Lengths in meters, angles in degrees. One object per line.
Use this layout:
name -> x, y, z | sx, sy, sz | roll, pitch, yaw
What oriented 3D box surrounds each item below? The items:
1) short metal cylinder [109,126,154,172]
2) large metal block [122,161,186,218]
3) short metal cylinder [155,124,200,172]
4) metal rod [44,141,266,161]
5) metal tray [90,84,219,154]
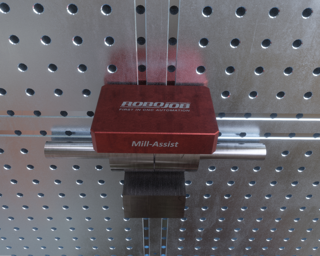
short metal cylinder -> -0.033, 0.014, 0.384 | 0.050, 0.080, 0.079 | 0, 130, -1
large metal block -> -0.008, 0.078, 0.437 | 0.081, 0.080, 0.050 | 1, 130, -1
short metal cylinder -> 0.020, 0.014, 0.384 | 0.050, 0.080, 0.079 | 1, 130, -1
metal rod -> -0.006, 0.032, 0.434 | 0.302, 0.025, 0.025 | 1, 130, -1
metal tray -> -0.005, -0.012, 0.353 | 0.131, 0.090, 0.030 | 1, 130, -1
